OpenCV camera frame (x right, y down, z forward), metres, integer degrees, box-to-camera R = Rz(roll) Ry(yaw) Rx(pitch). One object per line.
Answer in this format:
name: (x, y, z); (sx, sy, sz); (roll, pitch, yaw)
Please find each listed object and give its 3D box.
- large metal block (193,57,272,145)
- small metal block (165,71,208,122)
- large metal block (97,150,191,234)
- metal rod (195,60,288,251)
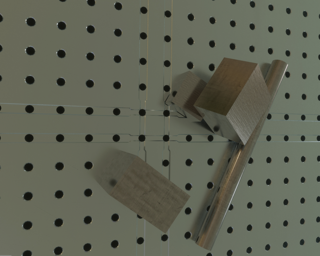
large metal block: (0.101, -0.035, 0.420); (0.080, 0.050, 0.080); (-57, 139, -11)
small metal block: (0.044, -0.043, 0.430); (0.050, 0.025, 0.050); (33, 79, -18)
large metal block: (-0.023, 0.073, 0.376); (0.080, 0.080, 0.050); (39, 77, -16)
metal rod: (0.124, 0.034, 0.460); (0.025, 0.025, 0.299); (28, 80, -18)
